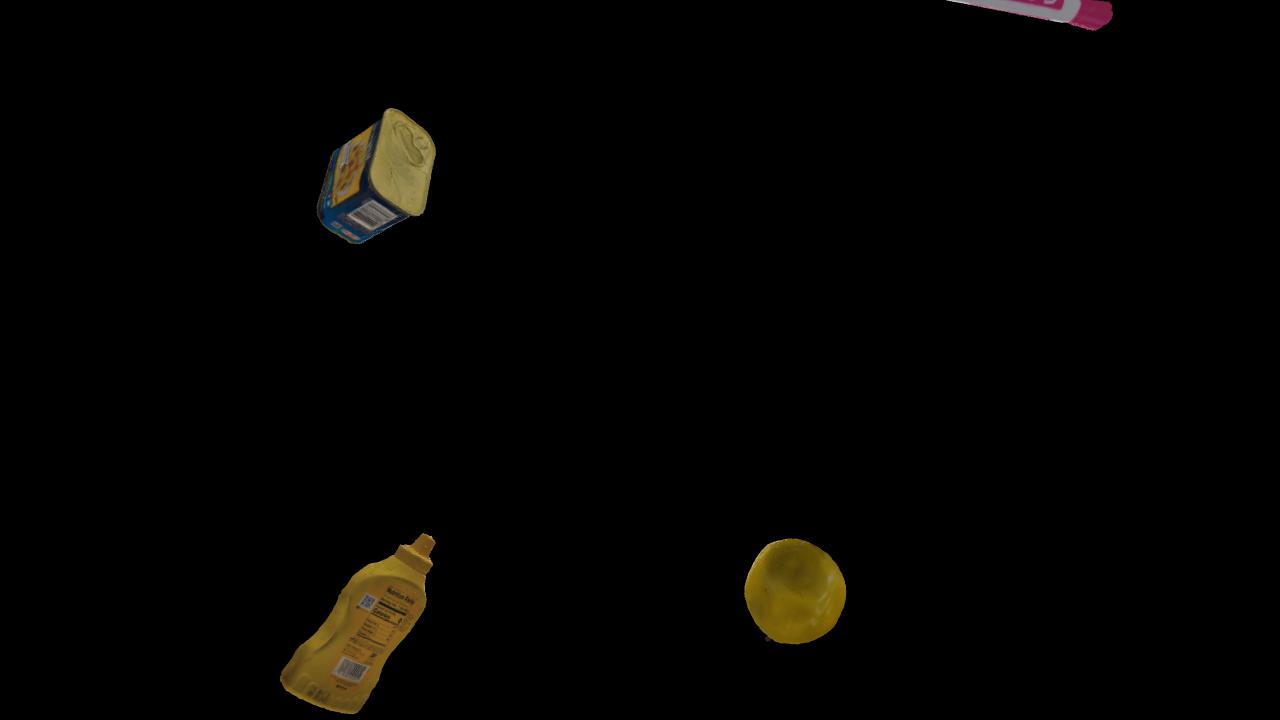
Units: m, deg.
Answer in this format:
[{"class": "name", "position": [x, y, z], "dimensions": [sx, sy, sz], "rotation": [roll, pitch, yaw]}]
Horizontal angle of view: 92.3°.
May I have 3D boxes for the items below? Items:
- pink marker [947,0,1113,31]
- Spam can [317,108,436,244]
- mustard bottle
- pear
[{"class": "pink marker", "position": [0.279, -0.255, 0.438], "dimensions": [0.121, 0.020, 0.020], "rotation": [8, -1, -6]}, {"class": "Spam can", "position": [-0.243, -0.166, 0.566], "dimensions": [0.085, 0.101, 0.058], "rotation": [-17, -32, 28]}, {"class": "mustard bottle", "position": [-0.279, 0.268, 0.652], "dimensions": [0.092, 0.184, 0.054], "rotation": [44, -24, -29]}, {"class": "pear", "position": [0.122, 0.195, 0.494], "dimensions": [0.080, 0.080, 0.111], "rotation": [0, -42, 7]}]
